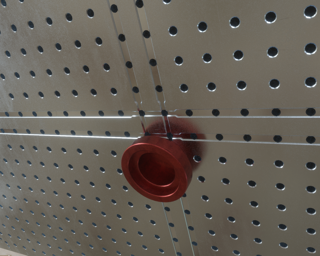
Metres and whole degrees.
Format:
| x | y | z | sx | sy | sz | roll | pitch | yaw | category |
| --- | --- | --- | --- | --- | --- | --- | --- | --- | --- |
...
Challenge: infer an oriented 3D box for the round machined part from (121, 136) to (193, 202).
| x | y | z | sx | sy | sz | roll | pitch | yaw | category |
| --- | --- | --- | --- | --- | --- | --- | --- | --- | --- |
| -0.001 | 0.052 | 0.432 | 0.098 | 0.042 | 0.097 | 13 | 124 | 20 | round machined part |
